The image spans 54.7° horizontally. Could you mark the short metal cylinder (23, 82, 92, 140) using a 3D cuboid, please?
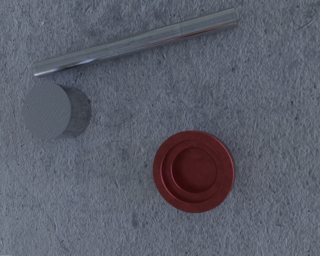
[{"bbox_3d":[-0.148,-0.024,0.448,0.080,0.050,0.080,0,90,20],"label":"short metal cylinder"}]

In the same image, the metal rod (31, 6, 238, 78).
[{"bbox_3d":[-0.048,-0.112,0.425,0.301,0.025,0.025,-9,87,19],"label":"metal rod"}]

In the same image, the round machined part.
[{"bbox_3d":[0.044,0.052,0.384,0.098,0.042,0.097,0,90,20],"label":"round machined part"}]
